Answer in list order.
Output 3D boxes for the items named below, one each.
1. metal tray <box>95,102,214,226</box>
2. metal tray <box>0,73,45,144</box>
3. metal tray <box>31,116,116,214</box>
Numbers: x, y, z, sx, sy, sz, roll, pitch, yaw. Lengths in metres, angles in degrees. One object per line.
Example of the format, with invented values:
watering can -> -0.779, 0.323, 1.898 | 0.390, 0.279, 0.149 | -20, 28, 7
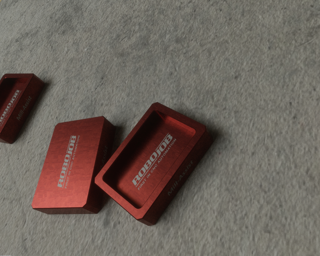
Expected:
metal tray -> -0.008, 0.039, 0.379 | 0.090, 0.030, 0.130 | 29, 77, 37
metal tray -> -0.278, -0.039, 0.566 | 0.090, 0.030, 0.130 | 6, 64, 30
metal tray -> -0.117, 0.051, 0.429 | 0.090, 0.030, 0.130 | -7, 58, 24
